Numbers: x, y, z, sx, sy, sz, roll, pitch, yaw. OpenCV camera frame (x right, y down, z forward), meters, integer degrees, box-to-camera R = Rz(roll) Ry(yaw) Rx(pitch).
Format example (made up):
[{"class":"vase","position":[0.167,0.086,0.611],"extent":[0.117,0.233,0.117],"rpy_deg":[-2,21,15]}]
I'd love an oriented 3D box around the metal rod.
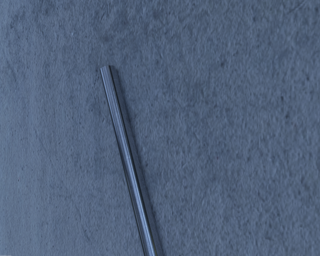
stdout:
[{"class":"metal rod","position":[-0.040,0.052,0.435],"extent":[0.025,0.025,0.299],"rpy_deg":[-25,75,37]}]
